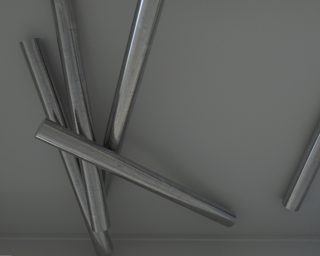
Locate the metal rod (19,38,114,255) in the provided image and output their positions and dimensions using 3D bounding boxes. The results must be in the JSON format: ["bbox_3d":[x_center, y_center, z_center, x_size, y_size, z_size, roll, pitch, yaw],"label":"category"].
[{"bbox_3d":[-0.117,0.035,0.405,0.025,0.025,0.298,-14,104,5],"label":"metal rod"}]

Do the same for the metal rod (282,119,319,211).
[{"bbox_3d":[0.229,-0.020,0.407,0.025,0.025,0.298,13,109,-5],"label":"metal rod"}]

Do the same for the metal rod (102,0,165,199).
[{"bbox_3d":[-0.046,-0.017,0.365,0.025,0.025,0.298,16,124,-6],"label":"metal rod"}]

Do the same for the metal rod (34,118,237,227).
[{"bbox_3d":[-0.013,0.068,0.400,0.301,0.025,0.025,30,108,-25],"label":"metal rod"}]

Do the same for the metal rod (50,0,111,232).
[{"bbox_3d":[-0.096,-0.015,0.379,0.025,0.025,0.298,-7,101,2],"label":"metal rod"}]
